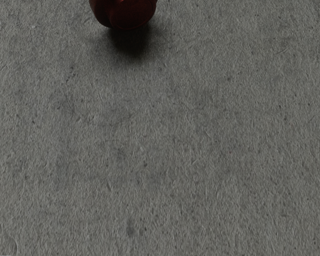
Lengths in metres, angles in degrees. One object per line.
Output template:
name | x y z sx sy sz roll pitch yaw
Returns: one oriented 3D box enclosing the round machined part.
round machined part | -0.044 -0.174 0.433 0.099 0.098 0.042 -24 72 -9
